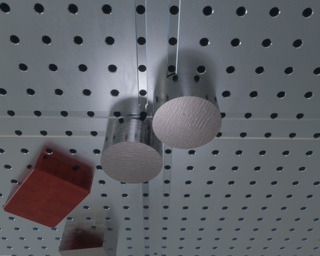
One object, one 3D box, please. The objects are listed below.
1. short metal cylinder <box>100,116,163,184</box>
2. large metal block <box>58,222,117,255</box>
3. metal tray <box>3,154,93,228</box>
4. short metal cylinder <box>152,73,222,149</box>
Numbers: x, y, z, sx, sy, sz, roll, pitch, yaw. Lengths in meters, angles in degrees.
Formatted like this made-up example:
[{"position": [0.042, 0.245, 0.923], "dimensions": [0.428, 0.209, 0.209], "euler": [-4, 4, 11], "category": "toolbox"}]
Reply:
[{"position": [-0.037, 0.030, 0.421], "dimensions": [0.081, 0.050, 0.079], "euler": [0, 130, 0], "category": "short metal cylinder"}, {"position": [-0.133, 0.226, 0.586], "dimensions": [0.080, 0.050, 0.080], "euler": [-8, 130, 6], "category": "large metal block"}, {"position": [-0.180, 0.105, 0.496], "dimensions": [0.090, 0.030, 0.129], "euler": [31, 124, -24], "category": "metal tray"}, {"position": [0.031, -0.020, 0.378], "dimensions": [0.081, 0.050, 0.079], "euler": [0, 130, 0], "category": "short metal cylinder"}]
